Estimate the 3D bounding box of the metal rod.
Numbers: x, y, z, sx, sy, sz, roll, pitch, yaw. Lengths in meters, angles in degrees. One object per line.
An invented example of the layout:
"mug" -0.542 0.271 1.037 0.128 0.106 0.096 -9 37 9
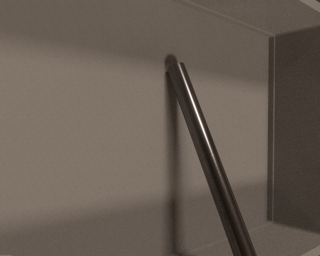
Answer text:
"metal rod" 0.067 0.052 0.386 0.025 0.025 0.299 -3 67 -40
